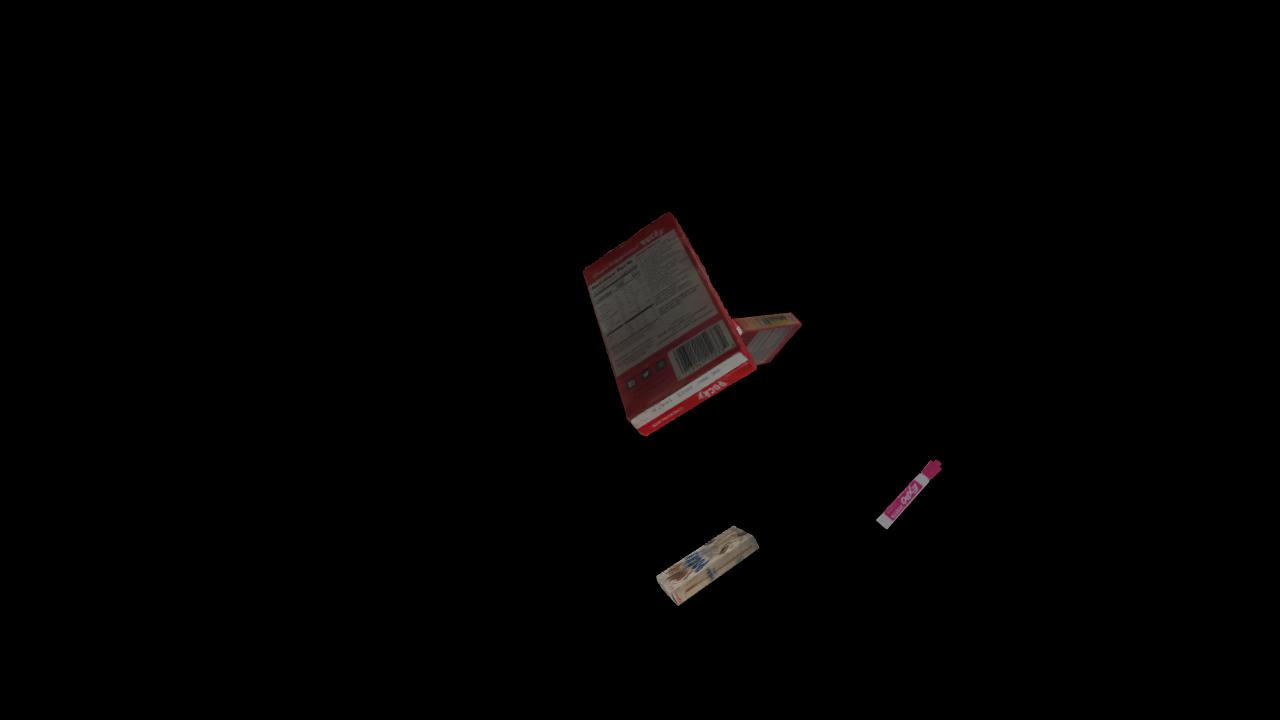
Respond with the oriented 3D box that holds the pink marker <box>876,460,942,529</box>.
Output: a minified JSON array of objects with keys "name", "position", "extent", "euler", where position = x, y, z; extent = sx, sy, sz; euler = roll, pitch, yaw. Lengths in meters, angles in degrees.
[{"name":"pink marker","position":[0.382,0.189,0.869],"extent":[0.020,0.121,0.020],"euler":[41,3,-2]}]

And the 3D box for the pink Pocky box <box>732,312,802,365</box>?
[{"name":"pink Pocky box","position":[0.157,-0.024,0.857],"extent":[0.155,0.029,0.084],"euler":[-9,-37,-46]}]

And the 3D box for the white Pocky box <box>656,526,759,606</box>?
[{"name":"white Pocky box","position":[0.104,0.316,0.956],"extent":[0.154,0.028,0.084],"euler":[-30,4,-14]}]

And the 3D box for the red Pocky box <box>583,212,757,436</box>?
[{"name":"red Pocky box","position":[0.013,-0.031,0.414],"extent":[0.083,0.155,0.028],"euler":[-33,-45,14]}]
